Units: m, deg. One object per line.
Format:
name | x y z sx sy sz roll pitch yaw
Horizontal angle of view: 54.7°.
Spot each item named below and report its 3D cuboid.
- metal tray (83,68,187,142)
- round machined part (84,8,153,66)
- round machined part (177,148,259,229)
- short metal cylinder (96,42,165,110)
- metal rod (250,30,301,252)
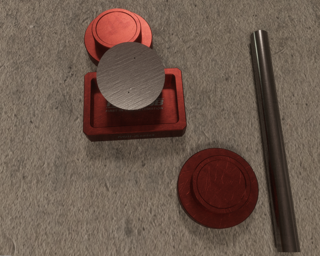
metal tray | -0.034 -0.032 0.416 0.131 0.030 0.090 -3 70 -2
round machined part | -0.060 -0.132 0.446 0.099 0.042 0.098 0 70 -1
round machined part | 0.071 0.070 0.374 0.099 0.042 0.098 0 70 -1
short metal cylinder | -0.035 -0.063 0.389 0.081 0.050 0.079 0 93 -2
metal rod | 0.148 0.003 0.408 0.025 0.025 0.299 0 70 -1
